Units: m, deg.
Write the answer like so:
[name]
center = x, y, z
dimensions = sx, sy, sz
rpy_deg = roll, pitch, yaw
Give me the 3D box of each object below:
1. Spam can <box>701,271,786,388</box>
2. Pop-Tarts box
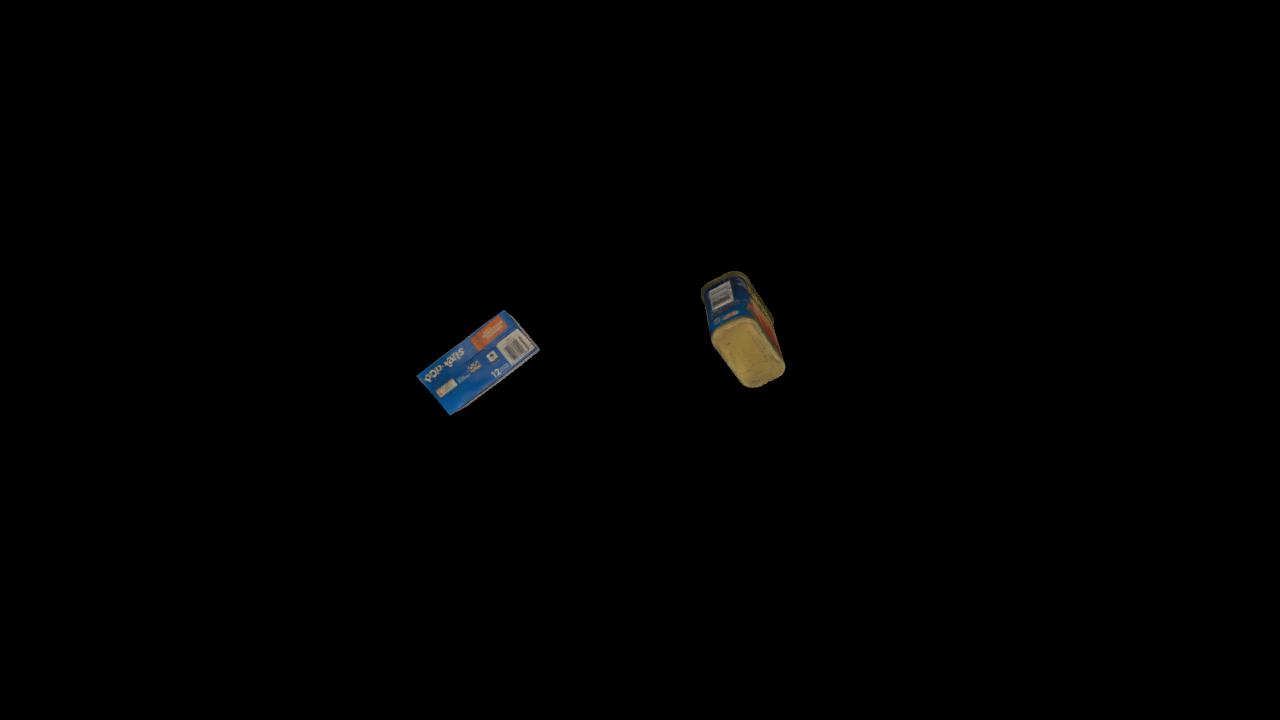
[Spam can]
center = 0.113, -0.032, 0.674
dimensions = 0.058, 0.085, 0.101
rpy_deg = -27, -55, 21
[Pop-Tarts box]
center = -0.255, 0.003, 0.997
dimensions = 0.167, 0.083, 0.141
rpy_deg = -38, 4, -5
